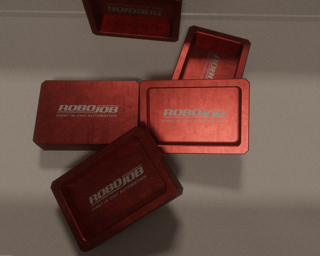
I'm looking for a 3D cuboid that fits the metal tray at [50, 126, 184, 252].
[{"bbox_3d":[-0.051,0.070,0.359,0.130,0.030,0.090,-34,74,7],"label":"metal tray"}]

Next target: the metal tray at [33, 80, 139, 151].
[{"bbox_3d":[-0.093,-0.017,0.412,0.131,0.030,0.090,0,70,-1],"label":"metal tray"}]

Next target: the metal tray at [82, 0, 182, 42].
[{"bbox_3d":[-0.036,-0.164,0.434,0.131,0.090,0.030,5,70,1],"label":"metal tray"}]

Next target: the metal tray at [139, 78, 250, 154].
[{"bbox_3d":[0.042,-0.015,0.384,0.131,0.030,0.089,0,96,7],"label":"metal tray"}]

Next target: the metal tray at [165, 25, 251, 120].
[{"bbox_3d":[0.067,-0.074,0.434,0.090,0.030,0.130,17,71,5],"label":"metal tray"}]
